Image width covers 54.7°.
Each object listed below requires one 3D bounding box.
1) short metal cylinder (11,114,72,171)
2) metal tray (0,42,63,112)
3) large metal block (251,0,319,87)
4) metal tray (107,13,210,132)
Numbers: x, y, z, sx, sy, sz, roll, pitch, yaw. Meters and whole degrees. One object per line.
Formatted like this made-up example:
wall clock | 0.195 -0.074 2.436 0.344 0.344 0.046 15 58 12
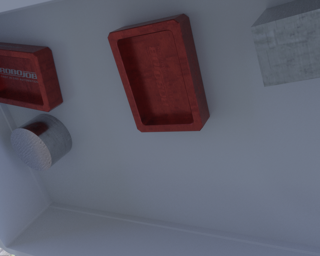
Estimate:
short metal cylinder | -0.193 0.023 0.506 0.080 0.050 0.079 13 124 20
metal tray | -0.216 -0.079 0.467 0.130 0.030 0.089 11 123 22
large metal block | 0.128 -0.079 0.257 0.080 0.080 0.050 -7 115 31
metal tray | 0.001 -0.059 0.367 0.090 0.030 0.129 -2 118 28
